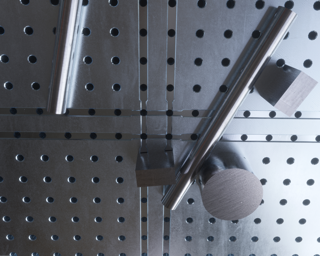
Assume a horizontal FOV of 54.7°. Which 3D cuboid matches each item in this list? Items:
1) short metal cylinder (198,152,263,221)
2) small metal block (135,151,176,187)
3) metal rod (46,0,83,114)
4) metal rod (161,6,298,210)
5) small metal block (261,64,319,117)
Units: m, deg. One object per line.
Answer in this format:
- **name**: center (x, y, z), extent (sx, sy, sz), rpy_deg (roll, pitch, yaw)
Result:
- **short metal cylinder**: center (0.095, 0.080, 0.430), extent (0.081, 0.050, 0.079), rpy_deg (0, 110, 0)
- **small metal block**: center (-0.005, 0.055, 0.420), extent (0.050, 0.050, 0.025), rpy_deg (-5, 110, 2)
- **metal rod**: center (-0.099, -0.159, 0.353), extent (0.025, 0.025, 0.298), rpy_deg (13, 110, -5)
- **metal rod**: center (0.082, -0.013, 0.409), extent (0.025, 0.025, 0.298), rpy_deg (26, 108, -9)
- **small metal block**: center (0.158, -0.047, 0.384), extent (0.025, 0.050, 0.050), rpy_deg (30, 107, -11)
